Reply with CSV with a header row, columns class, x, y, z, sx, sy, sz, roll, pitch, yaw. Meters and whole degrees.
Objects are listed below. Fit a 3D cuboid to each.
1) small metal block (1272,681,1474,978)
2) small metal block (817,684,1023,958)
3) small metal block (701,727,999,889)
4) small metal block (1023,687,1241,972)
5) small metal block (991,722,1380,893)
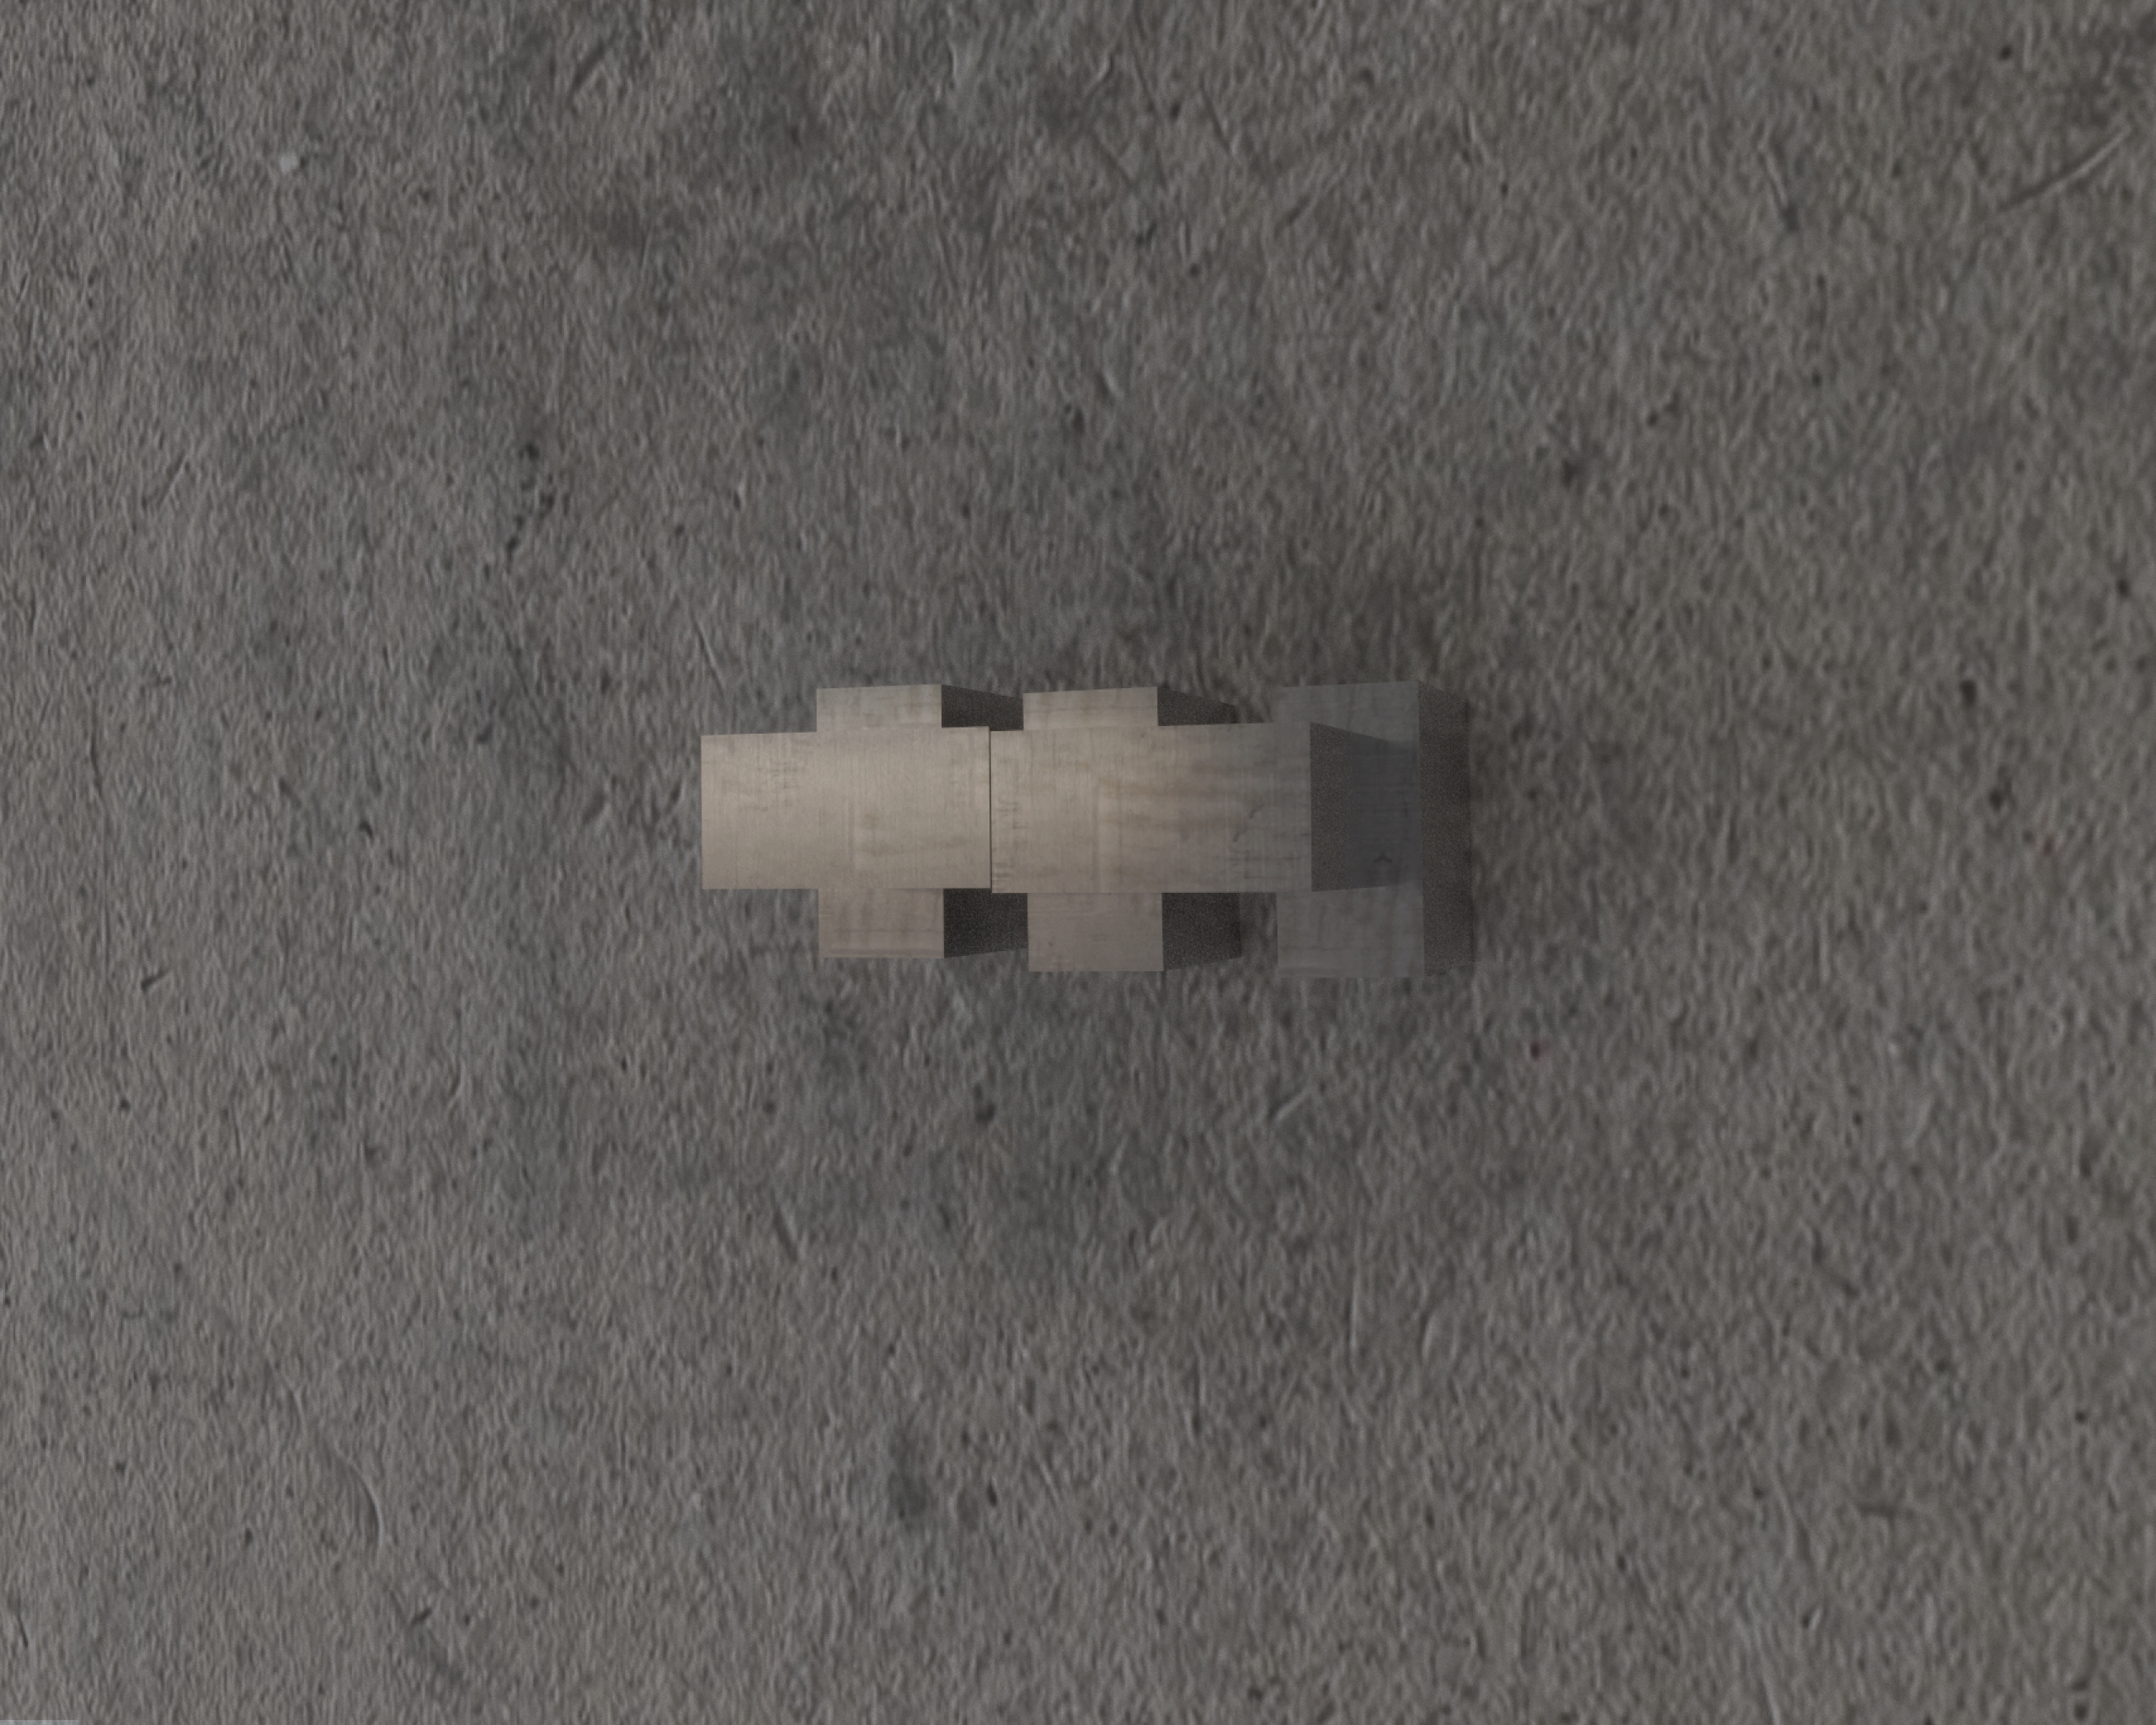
class,x,y,z,sx,sy,sz,roll,pitch,yaw
small metal block,0.054,-0.005,0.376,0.025,0.050,0.050,-1,90,20
small metal block,-0.028,-0.008,0.405,0.025,0.050,0.050,-1,90,20
small metal block,-0.029,-0.008,0.352,0.050,0.050,0.025,0,90,20
small metal block,0.011,-0.006,0.392,0.025,0.050,0.050,-1,90,20
small metal block,0.019,-0.008,0.336,0.050,0.050,0.025,0,90,20
